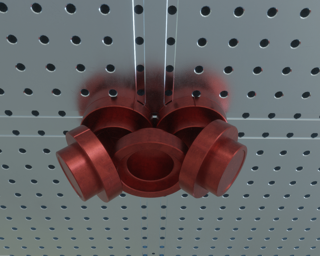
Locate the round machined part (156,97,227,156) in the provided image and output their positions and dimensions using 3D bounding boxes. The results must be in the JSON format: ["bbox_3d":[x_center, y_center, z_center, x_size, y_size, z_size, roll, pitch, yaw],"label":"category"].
[{"bbox_3d":[0.042,0.010,0.409,0.099,0.042,0.097,-1,130,0],"label":"round machined part"}]

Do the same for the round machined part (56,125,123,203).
[{"bbox_3d":[-0.090,0.049,0.374,0.042,0.098,0.097,-30,135,-25],"label":"round machined part"}]

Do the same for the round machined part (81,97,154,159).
[{"bbox_3d":[-0.056,0.010,0.408,0.099,0.042,0.097,-1,130,0],"label":"round machined part"}]

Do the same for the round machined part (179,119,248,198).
[{"bbox_3d":[0.069,0.042,0.370,0.042,0.099,0.097,29,138,29],"label":"round machined part"}]

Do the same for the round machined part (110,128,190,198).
[{"bbox_3d":[-0.012,0.038,0.376,0.099,0.042,0.097,-1,130,0],"label":"round machined part"}]
